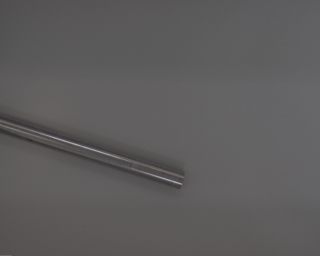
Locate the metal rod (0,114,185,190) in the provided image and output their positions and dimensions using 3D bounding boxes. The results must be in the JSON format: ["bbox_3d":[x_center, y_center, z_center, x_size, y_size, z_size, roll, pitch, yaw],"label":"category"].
[{"bbox_3d":[-0.115,0.025,0.410,0.301,0.025,0.025,17,90,0],"label":"metal rod"}]
